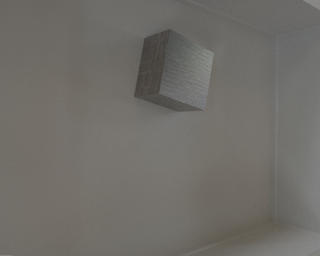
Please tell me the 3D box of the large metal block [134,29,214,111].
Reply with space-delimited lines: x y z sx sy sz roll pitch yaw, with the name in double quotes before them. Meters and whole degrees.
"large metal block" 0.020 -0.070 0.405 0.080 0.050 0.080 16 80 -39
